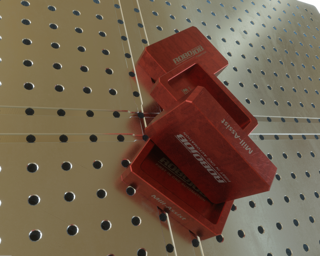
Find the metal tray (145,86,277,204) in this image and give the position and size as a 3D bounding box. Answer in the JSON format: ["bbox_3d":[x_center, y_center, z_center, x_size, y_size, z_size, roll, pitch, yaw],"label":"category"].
[{"bbox_3d":[0.055,0.025,0.352,0.130,0.090,0.030,47,50,-8],"label":"metal tray"}]

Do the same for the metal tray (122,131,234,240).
[{"bbox_3d":[0.030,0.063,0.384,0.130,0.030,0.090,38,51,-3],"label":"metal tray"}]

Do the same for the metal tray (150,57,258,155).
[{"bbox_3d":[0.061,-0.027,0.416,0.130,0.030,0.091,48,51,5],"label":"metal tray"}]

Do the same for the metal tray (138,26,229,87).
[{"bbox_3d":[0.041,-0.105,0.493,0.090,0.030,0.131,49,51,6],"label":"metal tray"}]
